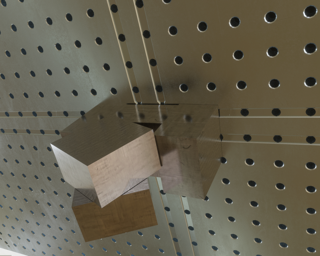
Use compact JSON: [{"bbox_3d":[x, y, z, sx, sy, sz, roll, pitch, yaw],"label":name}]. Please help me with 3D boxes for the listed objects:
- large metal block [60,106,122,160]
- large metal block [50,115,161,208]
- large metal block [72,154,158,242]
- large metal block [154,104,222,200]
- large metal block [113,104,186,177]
[{"bbox_3d":[-0.080,0.022,0.430,0.050,0.080,0.079,2,119,27],"label":"large metal block"},{"bbox_3d":[-0.059,0.031,0.342,0.080,0.081,0.050,18,128,45],"label":"large metal block"},{"bbox_3d":[-0.051,0.076,0.362,0.081,0.080,0.050,-13,116,-3],"label":"large metal block"},{"bbox_3d":[0.037,0.025,0.370,0.050,0.080,0.079,4,120,26],"label":"large metal block"},{"bbox_3d":[-0.016,0.016,0.409,0.080,0.050,0.079,3,120,26],"label":"large metal block"}]
